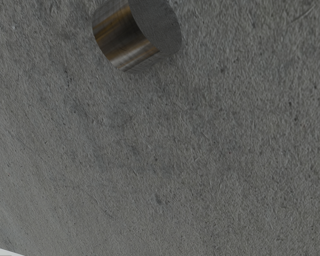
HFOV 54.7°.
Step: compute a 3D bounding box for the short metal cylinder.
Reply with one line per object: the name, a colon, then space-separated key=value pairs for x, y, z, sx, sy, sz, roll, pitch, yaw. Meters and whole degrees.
short metal cylinder: x=-0.022 y=-0.102 z=0.319 sx=0.050 sy=0.080 sz=0.080 roll=-21 pitch=107 yaw=36
